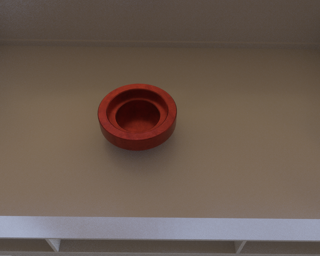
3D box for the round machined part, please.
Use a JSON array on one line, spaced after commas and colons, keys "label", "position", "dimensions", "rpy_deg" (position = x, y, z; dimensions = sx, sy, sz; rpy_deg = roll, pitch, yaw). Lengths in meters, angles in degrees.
[{"label": "round machined part", "position": [-0.028, -0.010, 0.402], "dimensions": [0.099, 0.042, 0.098], "rpy_deg": [0, 50, 0]}]
